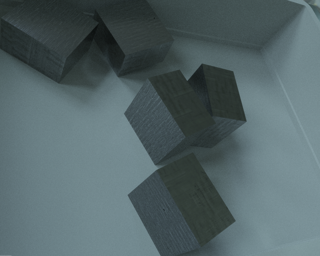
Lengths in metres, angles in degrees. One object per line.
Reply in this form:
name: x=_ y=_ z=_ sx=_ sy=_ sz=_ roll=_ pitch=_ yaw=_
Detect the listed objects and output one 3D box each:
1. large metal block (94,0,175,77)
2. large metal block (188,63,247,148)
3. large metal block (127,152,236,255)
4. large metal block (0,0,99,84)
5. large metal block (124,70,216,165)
large metal block: x=-0.041 y=-0.130 z=0.441 sx=0.081 sy=0.050 sz=0.080 roll=-26 pitch=76 yaw=-29
large metal block: x=0.064 y=-0.027 z=0.424 sx=0.050 sy=0.080 sz=0.080 roll=8 pitch=58 yaw=-25
large metal block: x=0.019 y=0.084 z=0.330 sx=0.050 sy=0.080 sz=0.080 roll=-21 pitch=73 yaw=-36
large metal block: x=-0.137 y=-0.116 z=0.388 sx=0.080 sy=0.050 sz=0.080 roll=32 pitch=51 yaw=-8
large metal block: x=0.009 y=-0.012 z=0.384 sx=0.050 sy=0.080 sz=0.080 roll=-22 pitch=74 yaw=-36
